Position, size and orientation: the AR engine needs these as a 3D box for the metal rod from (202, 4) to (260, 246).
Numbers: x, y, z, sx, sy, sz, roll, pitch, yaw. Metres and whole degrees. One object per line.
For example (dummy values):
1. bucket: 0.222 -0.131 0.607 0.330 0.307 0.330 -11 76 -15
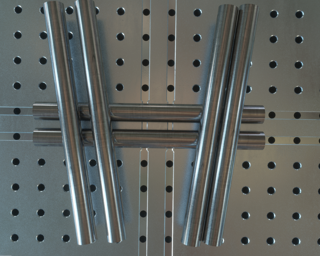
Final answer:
1. metal rod: 0.089 -0.004 0.390 0.025 0.025 0.298 9 90 0

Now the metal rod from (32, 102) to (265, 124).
1. metal rod: -0.014 -0.020 0.414 0.302 0.025 0.025 1 90 0

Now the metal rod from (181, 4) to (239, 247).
1. metal rod: 0.062 -0.003 0.389 0.025 0.025 0.298 9 90 0

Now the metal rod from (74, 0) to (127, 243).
1. metal rod: -0.074 -0.009 0.389 0.025 0.025 0.298 -8 90 0

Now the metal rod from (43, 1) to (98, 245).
1. metal rod: -0.112 -0.006 0.388 0.025 0.025 0.298 -8 90 0

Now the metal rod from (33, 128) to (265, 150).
1. metal rod: -0.014 0.015 0.414 0.302 0.025 0.025 1 90 0
